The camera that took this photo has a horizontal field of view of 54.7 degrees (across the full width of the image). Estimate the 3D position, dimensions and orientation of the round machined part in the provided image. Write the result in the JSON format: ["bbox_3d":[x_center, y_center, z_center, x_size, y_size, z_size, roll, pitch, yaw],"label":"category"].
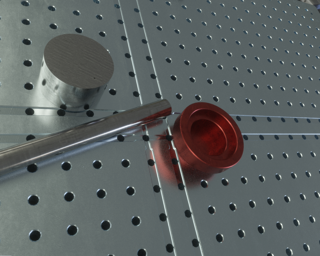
[{"bbox_3d":[0.061,0.017,0.422,0.099,0.042,0.098,14,56,-21],"label":"round machined part"}]

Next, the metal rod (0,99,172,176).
[{"bbox_3d":[-0.106,0.015,0.342,0.302,0.025,0.025,-21,73,-36],"label":"metal rod"}]

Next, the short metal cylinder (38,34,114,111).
[{"bbox_3d":[-0.103,-0.067,0.379,0.081,0.050,0.080,14,56,-21],"label":"short metal cylinder"}]
